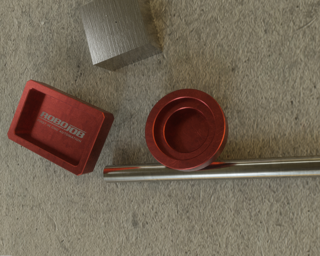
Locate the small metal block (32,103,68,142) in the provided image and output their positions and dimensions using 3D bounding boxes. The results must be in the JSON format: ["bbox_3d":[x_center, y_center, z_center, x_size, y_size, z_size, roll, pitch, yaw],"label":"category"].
[{"bbox_3d":[-0.162,-0.004,0.466,0.050,0.025,0.050,-40,78,15],"label":"small metal block"}]

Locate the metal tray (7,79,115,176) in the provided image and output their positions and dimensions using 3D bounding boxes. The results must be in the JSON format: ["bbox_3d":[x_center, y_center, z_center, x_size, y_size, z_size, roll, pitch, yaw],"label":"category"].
[{"bbox_3d":[-0.139,-0.002,0.428,0.130,0.030,0.090,24,95,16],"label":"metal tray"}]

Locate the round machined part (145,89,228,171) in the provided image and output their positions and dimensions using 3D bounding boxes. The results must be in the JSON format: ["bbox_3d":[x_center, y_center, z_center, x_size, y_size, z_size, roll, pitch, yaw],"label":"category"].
[{"bbox_3d":[0.035,0.005,0.380,0.098,0.042,0.098,-6,74,21],"label":"round machined part"}]

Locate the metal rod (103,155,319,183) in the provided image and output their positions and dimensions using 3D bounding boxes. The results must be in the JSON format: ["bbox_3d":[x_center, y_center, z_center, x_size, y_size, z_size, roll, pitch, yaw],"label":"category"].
[{"bbox_3d":[0.068,0.052,0.384,0.301,0.025,0.025,-5,88,19],"label":"metal rod"}]

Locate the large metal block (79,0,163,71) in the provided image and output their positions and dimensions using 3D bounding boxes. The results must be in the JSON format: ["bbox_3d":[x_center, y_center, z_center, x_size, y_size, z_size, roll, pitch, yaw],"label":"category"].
[{"bbox_3d":[-0.051,-0.131,0.414,0.080,0.050,0.080,-16,85,19],"label":"large metal block"}]
